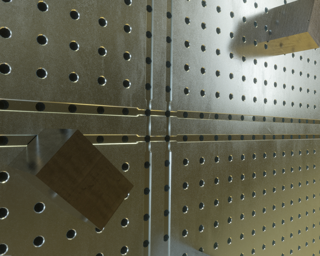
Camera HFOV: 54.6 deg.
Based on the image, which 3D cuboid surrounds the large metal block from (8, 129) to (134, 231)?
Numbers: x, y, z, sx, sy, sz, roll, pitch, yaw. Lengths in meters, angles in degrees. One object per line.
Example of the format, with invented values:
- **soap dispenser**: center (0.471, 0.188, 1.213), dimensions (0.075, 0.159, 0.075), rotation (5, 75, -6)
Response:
- **large metal block**: center (-0.087, 0.046, 0.300), dimensions (0.080, 0.080, 0.050), rotation (51, 60, -28)

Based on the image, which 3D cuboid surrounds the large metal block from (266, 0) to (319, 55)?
- **large metal block**: center (0.258, -0.192, 0.587), dimensions (0.050, 0.080, 0.080), rotation (30, 72, -36)

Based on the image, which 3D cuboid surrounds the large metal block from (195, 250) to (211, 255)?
- **large metal block**: center (0.098, 0.226, 0.455), dimensions (0.080, 0.080, 0.050), rotation (35, 69, -35)
